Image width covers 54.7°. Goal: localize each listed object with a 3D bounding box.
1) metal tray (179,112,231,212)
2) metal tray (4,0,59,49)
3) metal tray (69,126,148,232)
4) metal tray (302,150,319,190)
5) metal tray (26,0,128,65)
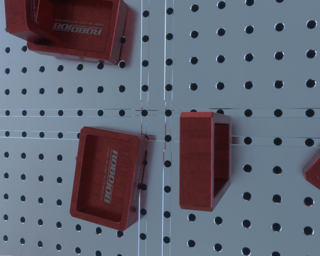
[{"bbox_3d":[0.054,0.030,0.337,0.030,0.130,0.089,0,90,20],"label":"metal tray"},{"bbox_3d":[-0.176,-0.187,0.436,0.030,0.090,0.129,-5,89,13],"label":"metal tray"},{"bbox_3d":[-0.073,0.068,0.434,0.090,0.030,0.129,9,93,19],"label":"metal tray"},{"bbox_3d":[0.235,0.056,0.327,0.130,0.030,0.090,38,102,15],"label":"metal tray"},{"bbox_3d":[-0.119,-0.145,0.441,0.131,0.030,0.089,10,92,13],"label":"metal tray"}]
